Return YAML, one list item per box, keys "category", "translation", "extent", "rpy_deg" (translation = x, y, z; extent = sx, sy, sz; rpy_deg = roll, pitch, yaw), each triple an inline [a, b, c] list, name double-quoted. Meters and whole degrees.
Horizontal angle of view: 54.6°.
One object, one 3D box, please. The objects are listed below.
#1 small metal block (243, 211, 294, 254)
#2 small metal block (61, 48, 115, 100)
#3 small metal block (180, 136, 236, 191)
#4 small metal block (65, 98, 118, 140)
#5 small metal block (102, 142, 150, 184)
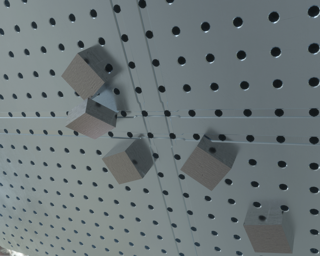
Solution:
- category: "small metal block"
  translation: [0.148, 0.142, 0.421]
  extent: [0.050, 0.025, 0.050]
  rpy_deg: [-13, 112, 33]
- category: "small metal block"
  translation: [-0.098, -0.071, 0.420]
  extent: [0.050, 0.025, 0.050]
  rpy_deg: [47, 129, -5]
- category: "small metal block"
  translation: [0.063, 0.047, 0.408]
  extent: [0.050, 0.025, 0.050]
  rpy_deg: [34, 129, 6]
- category: "small metal block"
  translation: [-0.097, -0.012, 0.440]
  extent: [0.050, 0.025, 0.050]
  rpy_deg: [-27, 138, 37]
- category: "small metal block"
  translation: [-0.052, 0.055, 0.473]
  extent: [0.050, 0.025, 0.050]
  rpy_deg: [-20, 108, 35]
